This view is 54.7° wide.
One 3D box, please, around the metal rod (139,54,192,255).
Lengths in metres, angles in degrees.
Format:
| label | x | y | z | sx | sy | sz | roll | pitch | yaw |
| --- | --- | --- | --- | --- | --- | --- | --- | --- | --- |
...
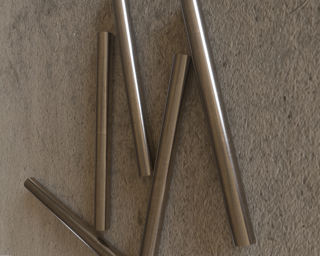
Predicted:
| label | x | y | z | sx | sy | sz | roll | pitch | yaw |
| --- | --- | --- | --- | --- | --- | --- | --- | --- | --- |
| metal rod | 0.004 | 0.056 | 0.401 | 0.025 | 0.025 | 0.298 | 16 | 100 | 39 |

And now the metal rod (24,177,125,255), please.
| label | x | y | z | sx | sy | sz | roll | pitch | yaw |
| --- | --- | --- | --- | --- | --- | --- | --- | --- | --- |
| metal rod | -0.150 | 0.158 | 0.529 | 0.300 | 0.025 | 0.025 | 24 | 105 | 37 |

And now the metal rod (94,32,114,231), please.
| label | x | y | z | sx | sy | sz | roll | pitch | yaw |
| --- | --- | --- | --- | --- | --- | --- | --- | --- | --- |
| metal rod | -0.086 | 0.005 | 0.476 | 0.025 | 0.025 | 0.298 | 2 | 91 | 40 |

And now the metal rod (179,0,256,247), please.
| label | x | y | z | sx | sy | sz | roll | pitch | yaw |
| --- | --- | --- | --- | --- | --- | --- | --- | --- | --- |
| metal rod | 0.062 | -0.022 | 0.353 | 0.025 | 0.025 | 0.299 | -18 | 79 | 38 |

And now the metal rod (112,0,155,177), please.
| label | x | y | z | sx | sy | sz | roll | pitch | yaw |
| --- | --- | --- | --- | --- | --- | --- | --- | --- | --- |
| metal rod | -0.040 | -0.082 | 0.438 | 0.025 | 0.025 | 0.298 | -16 | 80 | 39 |
